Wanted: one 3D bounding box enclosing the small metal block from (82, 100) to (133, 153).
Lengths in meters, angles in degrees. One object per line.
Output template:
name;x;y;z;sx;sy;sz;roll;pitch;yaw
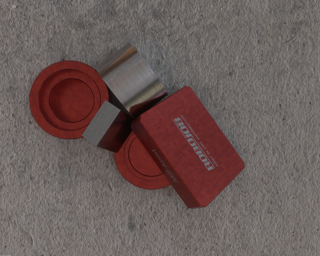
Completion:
small metal block;-0.060;0.000;0.380;0.025;0.050;0.050;33;90;24

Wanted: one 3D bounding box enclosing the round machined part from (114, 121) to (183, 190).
round machined part;-0.011;0.032;0.402;0.099;0.042;0.097;0;90;-1

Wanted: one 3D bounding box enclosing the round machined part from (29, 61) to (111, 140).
round machined part;-0.111;-0.035;0.401;0.099;0.042;0.097;0;90;-1

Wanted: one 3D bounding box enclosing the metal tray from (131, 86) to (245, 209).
metal tray;0.037;0.022;0.387;0.091;0.030;0.130;-36;90;-32

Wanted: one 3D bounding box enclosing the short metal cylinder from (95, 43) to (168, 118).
short metal cylinder;-0.035;-0.057;0.384;0.050;0.080;0.080;-38;90;0
